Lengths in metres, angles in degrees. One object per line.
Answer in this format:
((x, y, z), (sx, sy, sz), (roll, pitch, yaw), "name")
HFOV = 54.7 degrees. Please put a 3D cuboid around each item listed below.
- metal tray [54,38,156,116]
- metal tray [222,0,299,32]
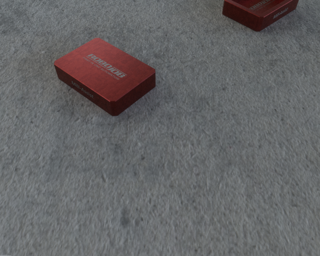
((-0.082, -0.082, 0.467), (0.130, 0.030, 0.090), (34, 57, 24), "metal tray")
((0.198, -0.243, 0.606), (0.131, 0.030, 0.090), (-35, 59, -26), "metal tray")
